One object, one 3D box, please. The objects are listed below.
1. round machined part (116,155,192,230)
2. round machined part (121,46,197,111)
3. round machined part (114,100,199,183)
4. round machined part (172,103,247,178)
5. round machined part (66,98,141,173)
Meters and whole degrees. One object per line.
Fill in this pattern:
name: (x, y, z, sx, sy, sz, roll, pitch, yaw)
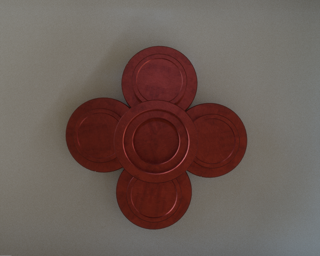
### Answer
round machined part: (-0.008, 0.083, 0.401, 0.099, 0.042, 0.097, 0, 88, -1)
round machined part: (-0.001, -0.058, 0.400, 0.099, 0.042, 0.097, 0, 90, 0)
round machined part: (-0.004, 0.015, 0.380, 0.099, 0.042, 0.097, 0, 90, 0)
round machined part: (0.064, 0.016, 0.401, 0.099, 0.042, 0.097, 0, 90, 0)
round machined part: (-0.073, 0.009, 0.400, 0.099, 0.042, 0.097, 0, 90, 0)
